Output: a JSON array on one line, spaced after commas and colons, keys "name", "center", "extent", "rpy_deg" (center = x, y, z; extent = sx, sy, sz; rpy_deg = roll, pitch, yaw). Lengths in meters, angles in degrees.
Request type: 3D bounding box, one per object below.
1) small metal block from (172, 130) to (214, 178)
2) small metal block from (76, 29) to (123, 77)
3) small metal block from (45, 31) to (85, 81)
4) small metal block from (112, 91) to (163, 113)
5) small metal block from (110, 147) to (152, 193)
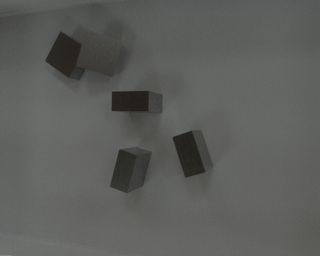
[{"name": "small metal block", "center": [0.042, 0.030, 0.382], "extent": [0.025, 0.050, 0.050], "rpy_deg": [-20, 84, 19]}, {"name": "small metal block", "center": [-0.084, -0.102, 0.428], "extent": [0.050, 0.025, 0.050], "rpy_deg": [15, 96, -15]}, {"name": "small metal block", "center": [-0.133, -0.106, 0.457], "extent": [0.050, 0.025, 0.050], "rpy_deg": [35, 101, 16]}, {"name": "small metal block", "center": [-0.029, -0.033, 0.407], "extent": [0.050, 0.050, 0.025], "rpy_deg": [1, 91, 20]}, {"name": "small metal block", "center": [-0.037, 0.054, 0.410], "extent": [0.025, 0.050, 0.050], "rpy_deg": [17, 96, 19]}]
